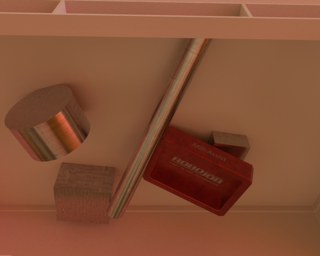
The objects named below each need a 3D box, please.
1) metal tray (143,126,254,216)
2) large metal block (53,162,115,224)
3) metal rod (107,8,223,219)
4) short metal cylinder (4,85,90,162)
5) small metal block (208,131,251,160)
[{"bbox_3d":[0.050,0.062,0.431,0.131,0.030,0.089,26,130,1],"label":"metal tray"},{"bbox_3d":[-0.114,0.102,0.478,0.081,0.050,0.079,6,130,-6],"label":"large metal block"},{"bbox_3d":[-0.006,0.003,0.381,0.025,0.025,0.298,18,118,-15],"label":"metal rod"},{"bbox_3d":[-0.130,-0.007,0.365,0.080,0.080,0.050,-12,129,10],"label":"short metal cylinder"},{"bbox_3d":[0.093,0.034,0.439,0.050,0.025,0.050,8,130,-8],"label":"small metal block"}]
